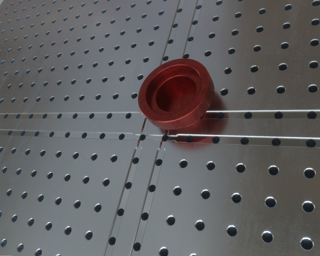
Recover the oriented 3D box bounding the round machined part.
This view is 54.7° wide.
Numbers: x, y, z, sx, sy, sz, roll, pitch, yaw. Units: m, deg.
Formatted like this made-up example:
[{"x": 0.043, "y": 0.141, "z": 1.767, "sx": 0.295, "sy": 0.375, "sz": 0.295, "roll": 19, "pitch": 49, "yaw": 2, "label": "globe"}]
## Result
[{"x": 0.024, "y": -0.040, "z": 0.408, "sx": 0.098, "sy": 0.042, "sz": 0.098, "roll": -13, "pitch": 56, "yaw": 20, "label": "round machined part"}]
